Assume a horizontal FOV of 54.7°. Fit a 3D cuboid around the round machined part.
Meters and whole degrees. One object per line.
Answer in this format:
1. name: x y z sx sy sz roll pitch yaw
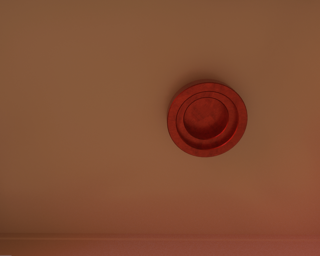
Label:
1. round machined part: 0.058 -0.015 0.398 0.099 0.042 0.097 0 110 -1
